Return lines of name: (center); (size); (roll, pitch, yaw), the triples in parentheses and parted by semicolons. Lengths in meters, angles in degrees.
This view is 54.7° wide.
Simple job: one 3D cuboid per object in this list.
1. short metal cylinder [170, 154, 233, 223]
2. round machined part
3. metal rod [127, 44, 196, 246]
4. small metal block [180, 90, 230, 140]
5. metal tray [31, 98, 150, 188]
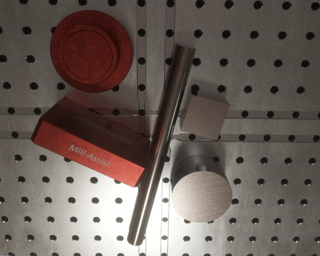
short metal cylinder: (0.055, 0.083, 0.432); (0.081, 0.050, 0.079); (0, 110, -1)
round machined part: (-0.082, -0.089, 0.370); (0.099, 0.042, 0.097); (0, 110, -1)
metal rod: (-0.003, 0.037, 0.426); (0.025, 0.025, 0.298); (13, 110, -5)
small metal block: (0.058, -0.017, 0.408); (0.050, 0.025, 0.050); (14, 109, -6)
metal tray: (-0.077, 0.015, 0.383); (0.131, 0.090, 0.030); (26, 108, -10)
